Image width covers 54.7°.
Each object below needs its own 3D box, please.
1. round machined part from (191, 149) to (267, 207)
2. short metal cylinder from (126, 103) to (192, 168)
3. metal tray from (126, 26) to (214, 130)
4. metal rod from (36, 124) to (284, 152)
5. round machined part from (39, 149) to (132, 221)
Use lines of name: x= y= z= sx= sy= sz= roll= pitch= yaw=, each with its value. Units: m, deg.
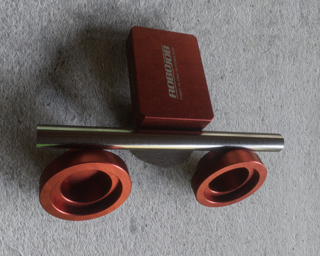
round machined part: x=0.088 y=0.061 z=0.417 sx=0.099 sy=0.042 sz=0.097 roll=-10 pitch=136 yaw=-10
short metal cylinder: x=0.001 y=0.008 z=0.399 sx=0.081 sy=0.050 sz=0.079 roll=0 pitch=90 yaw=-21
metal tray: x=0.009 y=-0.062 z=0.383 sx=0.091 sy=0.030 sz=0.130 roll=2 pitch=63 yaw=-20
metal rod: x=0.017 y=0.014 z=0.365 sx=0.303 sy=0.025 sz=0.025 roll=2 pitch=89 yaw=-21
round machined part: x=-0.085 y=0.059 z=0.353 sx=0.099 sy=0.042 sz=0.097 roll=-11 pitch=132 yaw=-12
